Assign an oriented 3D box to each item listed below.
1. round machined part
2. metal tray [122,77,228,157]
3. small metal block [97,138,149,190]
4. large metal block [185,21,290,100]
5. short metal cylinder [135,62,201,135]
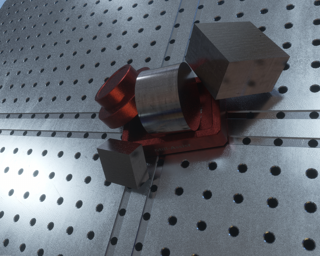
[{"bbox_3d":[-0.051,-0.049,0.425,0.098,0.042,0.098,-36,26,21],"label":"round machined part"},{"bbox_3d":[0.017,-0.014,0.402,0.130,0.030,0.090,-10,57,22],"label":"metal tray"},{"bbox_3d":[-0.045,0.043,0.381,0.050,0.050,0.025,8,31,32],"label":"small metal block"},{"bbox_3d":[0.087,-0.083,0.367,0.081,0.050,0.080,-10,49,-22],"label":"large metal block"},{"bbox_3d":[0.012,-0.033,0.366,0.050,0.080,0.080,-8,58,23],"label":"short metal cylinder"}]
